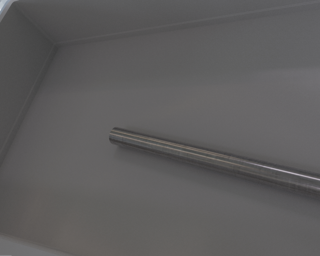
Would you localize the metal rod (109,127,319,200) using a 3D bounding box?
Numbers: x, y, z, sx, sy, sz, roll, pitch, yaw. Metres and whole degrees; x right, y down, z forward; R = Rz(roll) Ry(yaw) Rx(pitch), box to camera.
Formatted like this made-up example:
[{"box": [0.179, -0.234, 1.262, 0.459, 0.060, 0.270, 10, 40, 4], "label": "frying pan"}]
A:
[{"box": [0.061, 0.037, 0.351, 0.300, 0.025, 0.025, 12, 68, 33], "label": "metal rod"}]
